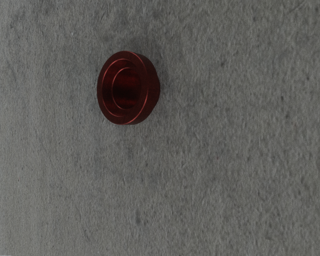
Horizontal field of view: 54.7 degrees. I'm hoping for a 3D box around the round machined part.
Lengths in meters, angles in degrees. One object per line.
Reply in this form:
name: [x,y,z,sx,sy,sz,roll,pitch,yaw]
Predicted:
round machined part: [-0.039,-0.053,0.424,0.098,0.042,0.097,0,90,39]
